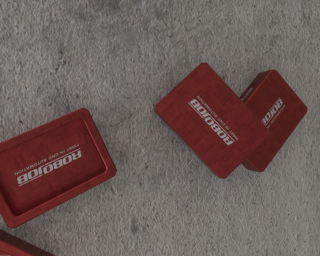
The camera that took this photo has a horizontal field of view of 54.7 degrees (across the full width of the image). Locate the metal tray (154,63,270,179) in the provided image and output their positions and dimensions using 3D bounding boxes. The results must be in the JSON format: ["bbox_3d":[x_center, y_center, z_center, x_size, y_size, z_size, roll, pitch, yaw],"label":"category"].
[{"bbox_3d":[0.067,-0.009,0.410,0.090,0.030,0.130,-44,94,-4],"label":"metal tray"}]

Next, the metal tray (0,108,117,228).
[{"bbox_3d":[-0.128,0.042,0.358,0.131,0.030,0.090,-26,99,-18],"label":"metal tray"}]

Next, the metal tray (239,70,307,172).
[{"bbox_3d":[0.152,-0.011,0.462,0.090,0.030,0.130,45,76,-15],"label":"metal tray"}]

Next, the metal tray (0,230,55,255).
[{"bbox_3d":[-0.185,0.188,0.338,0.090,0.030,0.130,35,79,-17],"label":"metal tray"}]
